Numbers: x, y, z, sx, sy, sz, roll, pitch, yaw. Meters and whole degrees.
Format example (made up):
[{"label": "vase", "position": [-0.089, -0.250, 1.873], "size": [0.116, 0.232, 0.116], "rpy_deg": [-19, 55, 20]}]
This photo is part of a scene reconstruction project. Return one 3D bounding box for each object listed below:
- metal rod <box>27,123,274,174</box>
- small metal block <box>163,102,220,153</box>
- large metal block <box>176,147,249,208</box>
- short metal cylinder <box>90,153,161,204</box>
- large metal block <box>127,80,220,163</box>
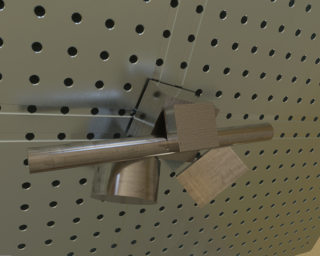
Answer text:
[{"label": "metal rod", "position": [0.011, 0.018, 0.359], "size": [0.303, 0.025, 0.025], "rpy_deg": [-6, 121, -26]}, {"label": "small metal block", "position": [0.035, -0.001, 0.345], "size": [0.050, 0.025, 0.050], "rpy_deg": [-6, 86, -25]}, {"label": "large metal block", "position": [0.070, 0.064, 0.440], "size": [0.080, 0.050, 0.080], "rpy_deg": [-38, 173, -2]}, {"label": "short metal cylinder", "position": [-0.041, 0.064, 0.380], "size": [0.080, 0.080, 0.050], "rpy_deg": [21, 64, -36]}, {"label": "large metal block", "position": [0.016, -0.007, 0.395], "size": [0.081, 0.050, 0.079], "rpy_deg": [11, 113, -33]}]
